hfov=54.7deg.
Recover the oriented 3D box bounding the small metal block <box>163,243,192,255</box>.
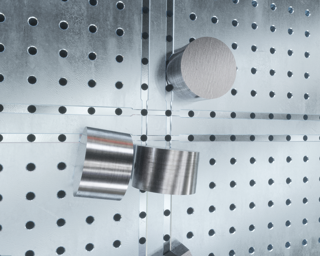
[{"bbox_3d":[0.024,0.196,0.422,0.050,0.025,0.050,-27,99,-18],"label":"small metal block"}]

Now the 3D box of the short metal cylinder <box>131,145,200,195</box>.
[{"bbox_3d":[0.007,0.050,0.386,0.081,0.080,0.050,7,88,-20],"label":"short metal cylinder"}]

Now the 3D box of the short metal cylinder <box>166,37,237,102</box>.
[{"bbox_3d":[0.055,-0.077,0.419,0.081,0.050,0.079,0,90,-20],"label":"short metal cylinder"}]

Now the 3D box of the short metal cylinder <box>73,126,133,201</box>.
[{"bbox_3d":[-0.067,0.042,0.359,0.050,0.080,0.080,10,87,-20],"label":"short metal cylinder"}]
